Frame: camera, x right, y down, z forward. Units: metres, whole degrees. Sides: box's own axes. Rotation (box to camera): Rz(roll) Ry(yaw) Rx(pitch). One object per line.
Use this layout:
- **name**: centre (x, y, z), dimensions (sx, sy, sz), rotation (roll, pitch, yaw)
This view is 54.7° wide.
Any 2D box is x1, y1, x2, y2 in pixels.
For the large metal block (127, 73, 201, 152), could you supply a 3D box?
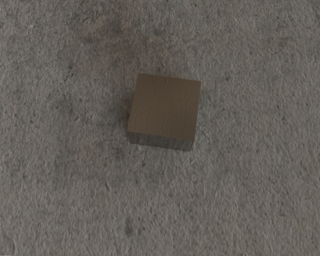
- **large metal block**: centre (0.006, -0.019, 0.402), dimensions (0.080, 0.050, 0.080), rotation (8, 70, 2)
